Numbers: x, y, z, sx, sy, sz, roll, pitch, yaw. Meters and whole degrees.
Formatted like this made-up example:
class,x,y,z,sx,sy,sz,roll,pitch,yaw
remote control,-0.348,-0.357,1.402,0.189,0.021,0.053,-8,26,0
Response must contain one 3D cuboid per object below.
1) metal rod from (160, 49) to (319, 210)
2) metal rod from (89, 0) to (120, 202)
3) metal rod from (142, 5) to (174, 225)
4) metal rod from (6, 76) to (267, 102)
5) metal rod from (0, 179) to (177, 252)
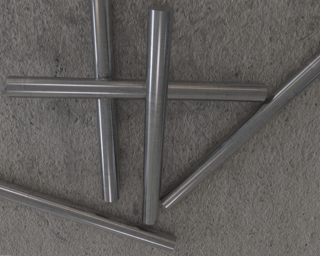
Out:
class,x,y,z,sx,sy,sz,roll,pitch,yaw
metal rod,0.111,0.006,0.412,0.025,0.025,0.299,41,105,-14
metal rod,-0.069,-0.040,0.394,0.025,0.025,0.298,0,110,0
metal rod,-0.007,0.009,0.378,0.025,0.025,0.298,3,123,-1
metal rod,-0.019,-0.046,0.371,0.302,0.025,0.025,0,110,-9
metal rod,-0.119,0.125,0.454,0.302,0.025,0.025,20,109,-8
